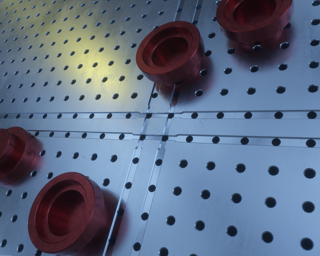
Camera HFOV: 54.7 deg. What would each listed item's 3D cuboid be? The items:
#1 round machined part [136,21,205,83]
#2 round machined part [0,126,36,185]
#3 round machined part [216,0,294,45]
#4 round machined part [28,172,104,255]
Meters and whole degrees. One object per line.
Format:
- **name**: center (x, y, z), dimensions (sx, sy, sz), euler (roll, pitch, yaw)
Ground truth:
- **round machined part**: center (0.018, -0.105, 0.451), dimensions (0.098, 0.042, 0.098), euler (-13, 56, 20)
- **round machined part**: center (-0.256, 0.040, 0.504), dimensions (0.098, 0.042, 0.098), euler (-13, 56, 20)
- **round machined part**: center (0.130, -0.153, 0.423), dimensions (0.098, 0.042, 0.098), euler (-13, 56, 20)
- **round machined part**: center (-0.111, 0.108, 0.388), dimensions (0.098, 0.042, 0.098), euler (-13, 56, 20)
